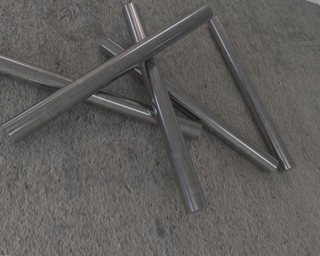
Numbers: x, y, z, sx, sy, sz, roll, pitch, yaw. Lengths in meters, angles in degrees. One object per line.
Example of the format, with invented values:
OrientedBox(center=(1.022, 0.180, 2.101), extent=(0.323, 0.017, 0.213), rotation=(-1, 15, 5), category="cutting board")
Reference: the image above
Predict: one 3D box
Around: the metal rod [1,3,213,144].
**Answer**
OrientedBox(center=(-0.045, -0.078, 0.376), extent=(0.302, 0.025, 0.025), rotation=(-38, 83, -23), category="metal rod")

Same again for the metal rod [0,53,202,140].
OrientedBox(center=(-0.084, -0.040, 0.382), extent=(0.302, 0.025, 0.025), rotation=(18, 55, -18), category="metal rod")

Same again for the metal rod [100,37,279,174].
OrientedBox(center=(0.045, -0.030, 0.445), extent=(0.301, 0.025, 0.025), rotation=(36, 51, -5), category="metal rod")

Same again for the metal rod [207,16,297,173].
OrientedBox(center=(0.148, -0.068, 0.524), extent=(0.025, 0.025, 0.299), rotation=(-6, 65, -31), category="metal rod")

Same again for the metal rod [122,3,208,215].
OrientedBox(center=(-0.001, -0.041, 0.394), extent=(0.025, 0.025, 0.299), rotation=(-4, 64, -30), category="metal rod")
